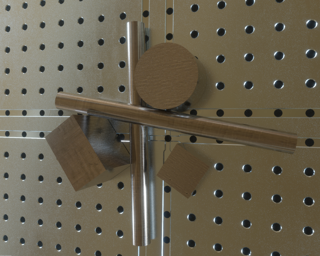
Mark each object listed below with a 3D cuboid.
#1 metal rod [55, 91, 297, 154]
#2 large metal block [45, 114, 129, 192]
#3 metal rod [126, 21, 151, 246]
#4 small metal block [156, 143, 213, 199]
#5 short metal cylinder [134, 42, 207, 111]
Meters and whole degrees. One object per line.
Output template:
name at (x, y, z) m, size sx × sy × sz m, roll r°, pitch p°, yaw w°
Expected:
metal rod at (0.010, -0.009, 0.388) m, size 0.301 × 0.025 × 0.025 m, roll 11°, pitch 94°, yaw 11°
large metal block at (-0.090, 0.030, 0.413) m, size 0.050 × 0.080 × 0.080 m, roll -36°, pitch 79°, yaw 16°
metal rod at (-0.029, 0.007, 0.422) m, size 0.025 × 0.025 × 0.298 m, roll -2°, pitch 89°, yaw 19°
small metal block at (0.032, 0.054, 0.401) m, size 0.050 × 0.025 × 0.050 m, roll 35°, pitch 101°, yaw 16°
short metal cylinder at (0.015, -0.062, 0.393) m, size 0.080 × 0.050 × 0.079 m, roll 0°, pitch 90°, yaw 19°
